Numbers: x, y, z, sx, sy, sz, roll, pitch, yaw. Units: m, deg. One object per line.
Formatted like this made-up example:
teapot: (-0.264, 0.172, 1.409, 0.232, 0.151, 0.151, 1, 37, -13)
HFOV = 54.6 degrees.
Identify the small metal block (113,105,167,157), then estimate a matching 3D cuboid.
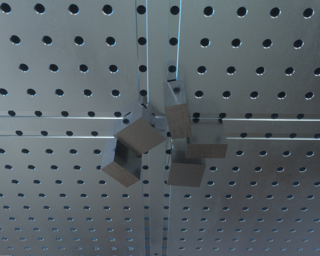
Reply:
small metal block: (-0.026, 0.005, 0.415, 0.050, 0.025, 0.050, -32, 123, 24)

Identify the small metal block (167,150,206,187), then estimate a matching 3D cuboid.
small metal block: (0.038, 0.061, 0.464, 0.050, 0.025, 0.050, 5, 130, -4)

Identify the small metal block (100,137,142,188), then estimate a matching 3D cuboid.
small metal block: (-0.053, 0.047, 0.434, 0.025, 0.050, 0.050, -33, 123, 25)

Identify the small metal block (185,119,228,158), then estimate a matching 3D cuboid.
small metal block: (0.058, 0.013, 0.406, 0.050, 0.050, 0.025, 1, 130, -1)

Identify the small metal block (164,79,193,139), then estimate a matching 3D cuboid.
small metal block: (0.022, -0.023, 0.376, 0.025, 0.050, 0.050, -9, 130, 7)
